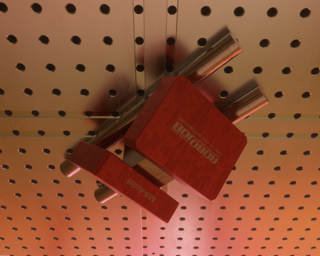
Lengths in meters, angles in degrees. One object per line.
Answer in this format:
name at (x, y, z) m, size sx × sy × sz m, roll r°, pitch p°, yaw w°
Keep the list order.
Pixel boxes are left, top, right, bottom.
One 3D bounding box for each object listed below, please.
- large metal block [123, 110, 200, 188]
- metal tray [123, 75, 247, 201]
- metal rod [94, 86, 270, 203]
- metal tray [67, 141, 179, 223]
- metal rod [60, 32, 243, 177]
large metal block at (0.000, 0.023, 0.394) m, size 0.080 × 0.080 × 0.050 m, roll -34°, pitch 122°, yaw 25°
metal tray at (0.035, 0.014, 0.352) m, size 0.130 × 0.030 × 0.090 m, roll 39°, pitch 76°, yaw -29°
metal rod at (0.015, 0.035, 0.442) m, size 0.299 × 0.025 × 0.025 m, roll -34°, pitch 123°, yaw 25°
metal tray at (-0.047, 0.069, 0.399) m, size 0.130 × 0.030 × 0.090 m, roll 42°, pitch 162°, yaw -30°
metal rod at (-0.028, -0.016, 0.398) m, size 0.299 × 0.025 × 0.025 m, roll -35°, pitch 122°, yaw 25°
